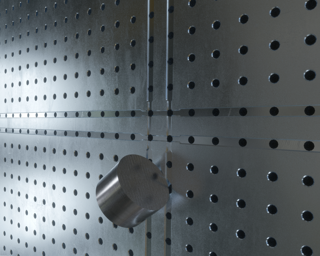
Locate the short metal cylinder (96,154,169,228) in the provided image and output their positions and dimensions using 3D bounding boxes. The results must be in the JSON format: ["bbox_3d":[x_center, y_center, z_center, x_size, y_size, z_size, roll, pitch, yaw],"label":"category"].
[{"bbox_3d":[-0.035,0.081,0.404,0.050,0.081,0.080,-44,64,31],"label":"short metal cylinder"}]
